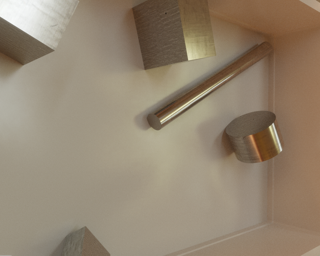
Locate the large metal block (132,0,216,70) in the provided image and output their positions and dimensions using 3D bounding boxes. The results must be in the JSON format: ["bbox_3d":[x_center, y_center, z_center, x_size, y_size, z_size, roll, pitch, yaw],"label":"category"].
[{"bbox_3d":[0.017,-0.121,0.386,0.050,0.080,0.079,-19,103,-39],"label":"large metal block"}]

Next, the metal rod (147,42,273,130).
[{"bbox_3d":[0.095,-0.078,0.488,0.302,0.025,0.025,-35,112,-35],"label":"metal rod"}]

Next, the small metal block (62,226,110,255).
[{"bbox_3d":[-0.077,0.142,0.325,0.025,0.050,0.050,-29,114,5],"label":"small metal block"}]

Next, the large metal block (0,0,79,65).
[{"bbox_3d":[-0.130,-0.102,0.262,0.080,0.080,0.050,31,71,-36],"label":"large metal block"}]

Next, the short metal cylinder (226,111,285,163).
[{"bbox_3d":[0.154,0.013,0.503,0.080,0.080,0.050,-39,114,-33],"label":"short metal cylinder"}]
